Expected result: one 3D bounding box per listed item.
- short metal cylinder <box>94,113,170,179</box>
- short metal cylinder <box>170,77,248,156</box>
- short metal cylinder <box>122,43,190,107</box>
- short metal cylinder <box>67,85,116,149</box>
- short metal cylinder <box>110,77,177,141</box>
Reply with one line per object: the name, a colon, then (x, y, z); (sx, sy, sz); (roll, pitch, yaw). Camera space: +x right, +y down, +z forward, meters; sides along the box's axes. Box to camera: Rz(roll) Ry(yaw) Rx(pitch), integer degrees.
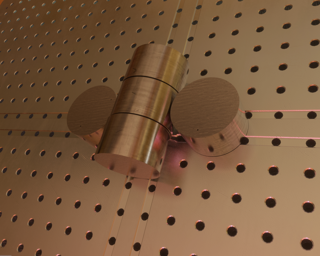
short metal cylinder: (-0.033, 0.024, 0.373); (0.080, 0.080, 0.050); (1, 63, 28)
short metal cylinder: (0.059, -0.013, 0.367); (0.080, 0.050, 0.080); (-13, 56, 20)
short metal cylinder: (-0.005, -0.067, 0.414); (0.080, 0.080, 0.050); (3, 63, 29)
short metal cylinder: (-0.084, -0.014, 0.442); (0.080, 0.050, 0.080); (-13, 56, 20)
short metal cylinder: (-0.018, -0.021, 0.393); (0.080, 0.080, 0.050); (2, 63, 29)
